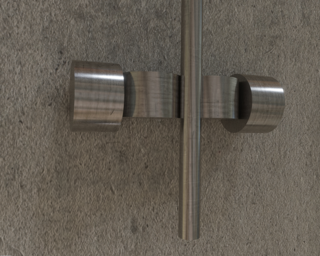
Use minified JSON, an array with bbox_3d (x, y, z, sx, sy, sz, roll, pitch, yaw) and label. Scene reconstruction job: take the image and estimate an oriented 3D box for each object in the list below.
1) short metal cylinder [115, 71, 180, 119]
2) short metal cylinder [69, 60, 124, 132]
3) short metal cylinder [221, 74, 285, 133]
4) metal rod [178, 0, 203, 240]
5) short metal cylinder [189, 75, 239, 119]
[{"bbox_3d":[-0.014,-0.037,0.376,0.081,0.080,0.050,1,90,-20],"label":"short metal cylinder"},{"bbox_3d":[-0.075,-0.035,0.354,0.050,0.080,0.080,1,90,-20],"label":"short metal cylinder"},{"bbox_3d":[0.123,-0.033,0.427,0.050,0.080,0.080,1,90,-20],"label":"short metal cylinder"},{"bbox_3d":[0.036,-0.024,0.358,0.025,0.025,0.298,1,90,-20],"label":"metal rod"},{"bbox_3d":[0.062,-0.037,0.403,0.081,0.080,0.050,1,90,-20],"label":"short metal cylinder"}]
